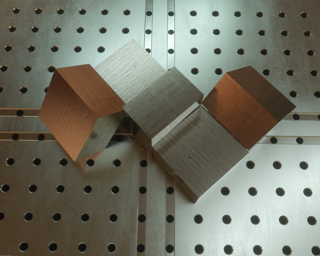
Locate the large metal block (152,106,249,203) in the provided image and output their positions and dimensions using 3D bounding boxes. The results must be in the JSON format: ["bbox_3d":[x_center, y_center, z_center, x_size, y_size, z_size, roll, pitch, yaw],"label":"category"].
[{"bbox_3d":[0.048,0.034,0.386,0.080,0.050,0.080,-39,73,-13],"label":"large metal block"}]

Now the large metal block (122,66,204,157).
[{"bbox_3d":[0.003,-0.018,0.389,0.080,0.080,0.050,-40,76,-13],"label":"large metal block"}]

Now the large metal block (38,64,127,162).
[{"bbox_3d":[-0.096,-0.020,0.382,0.080,0.080,0.050,47,38,15],"label":"large metal block"}]

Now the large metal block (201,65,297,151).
[{"bbox_3d":[0.112,-0.029,0.387,0.080,0.050,0.081,47,37,14],"label":"large metal block"}]

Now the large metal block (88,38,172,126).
[{"bbox_3d":[-0.039,-0.059,0.420,0.080,0.050,0.080,-40,76,-12],"label":"large metal block"}]
